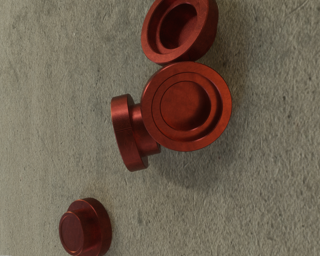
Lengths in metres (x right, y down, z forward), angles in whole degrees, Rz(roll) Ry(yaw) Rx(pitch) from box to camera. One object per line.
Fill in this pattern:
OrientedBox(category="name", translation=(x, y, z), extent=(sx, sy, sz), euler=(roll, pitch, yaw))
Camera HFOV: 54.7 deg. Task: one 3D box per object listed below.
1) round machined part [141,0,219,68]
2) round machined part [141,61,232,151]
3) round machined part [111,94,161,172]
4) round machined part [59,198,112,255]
OrientedBox(category="round machined part", translation=(0.027, -0.115, 0.364), extent=(0.098, 0.042, 0.098), euler=(-13, 70, 40))
OrientedBox(category="round machined part", translation=(0.027, -0.026, 0.349), extent=(0.042, 0.099, 0.097), euler=(-117, 40, -75))
OrientedBox(category="round machined part", translation=(-0.027, 0.003, 0.392), extent=(0.042, 0.098, 0.098), euler=(-14, 79, 3))
OrientedBox(category="round machined part", translation=(-0.126, 0.164, 0.498), extent=(0.098, 0.042, 0.097), euler=(0, 90, 40))
